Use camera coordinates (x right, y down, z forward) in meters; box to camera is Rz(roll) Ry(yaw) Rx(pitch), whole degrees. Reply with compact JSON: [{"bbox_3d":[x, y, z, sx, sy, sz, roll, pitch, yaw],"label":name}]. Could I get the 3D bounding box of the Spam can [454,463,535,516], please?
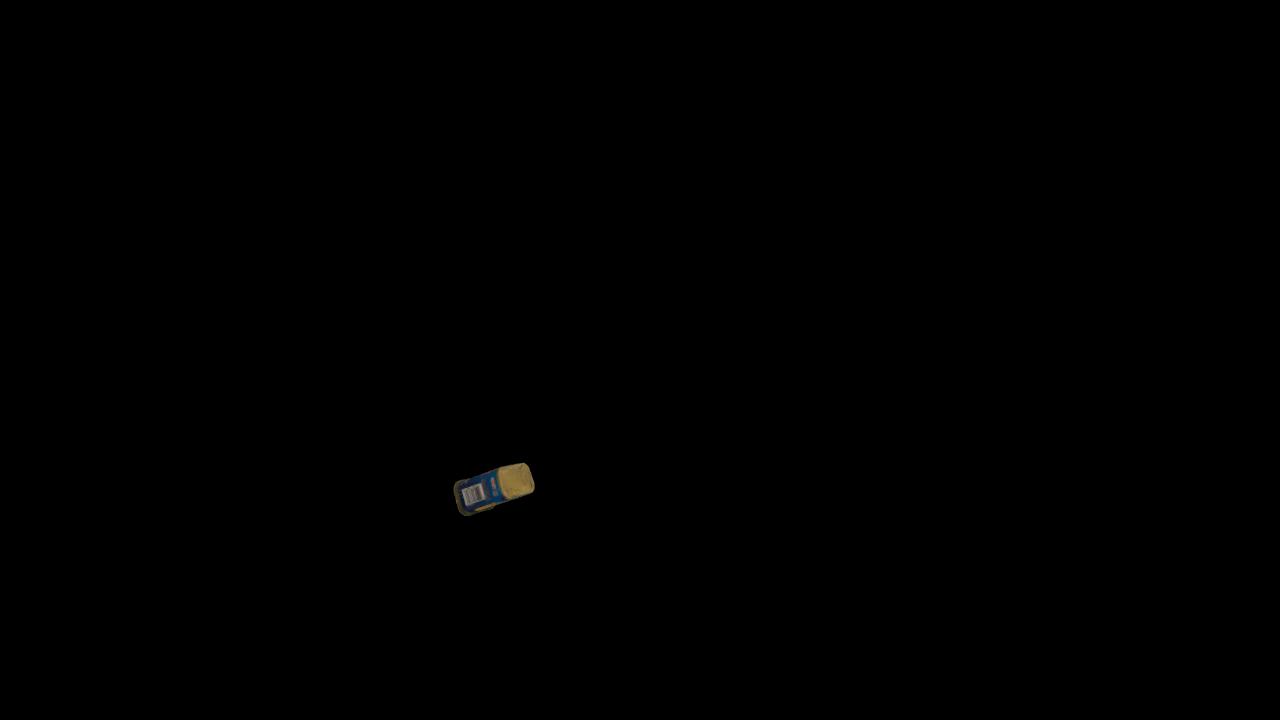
[{"bbox_3d":[-0.231,0.205,0.985,0.085,0.058,0.101,-21,-10,18],"label":"Spam can"}]
